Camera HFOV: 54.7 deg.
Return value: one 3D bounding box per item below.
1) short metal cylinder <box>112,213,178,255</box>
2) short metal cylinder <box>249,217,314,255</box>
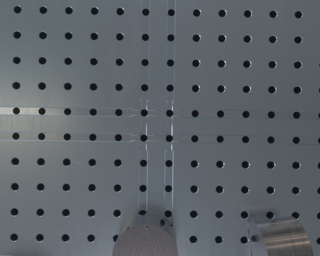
[{"bbox_3d":[-0.018,0.157,0.401,0.081,0.050,0.079,0,90,0],"label":"short metal cylinder"},{"bbox_3d":[0.149,0.155,0.387,0.050,0.080,0.080,-8,90,0],"label":"short metal cylinder"}]
